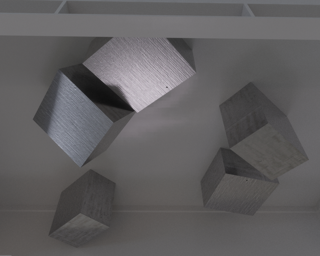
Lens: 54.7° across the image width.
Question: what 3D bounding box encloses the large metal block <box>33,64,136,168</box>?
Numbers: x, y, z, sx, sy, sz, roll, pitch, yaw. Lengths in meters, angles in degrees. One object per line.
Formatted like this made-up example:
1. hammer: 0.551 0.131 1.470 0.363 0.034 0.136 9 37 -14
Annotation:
1. large metal block: -0.086 -0.016 0.356 0.080 0.050 0.080 44 123 5

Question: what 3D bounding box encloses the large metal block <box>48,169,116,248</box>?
1. large metal block: -0.117 0.124 0.477 0.050 0.080 0.080 37 121 -27

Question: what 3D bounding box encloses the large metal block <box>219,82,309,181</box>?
1. large metal block: 0.123 0.004 0.377 0.080 0.080 0.050 35 122 -26

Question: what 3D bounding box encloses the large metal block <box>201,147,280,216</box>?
1. large metal block: 0.115 0.082 0.463 0.081 0.050 0.079 12 129 -11

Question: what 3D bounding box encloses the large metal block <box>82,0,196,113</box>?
1. large metal block: -0.020 -0.076 0.328 0.080 0.050 0.080 -32 123 24
